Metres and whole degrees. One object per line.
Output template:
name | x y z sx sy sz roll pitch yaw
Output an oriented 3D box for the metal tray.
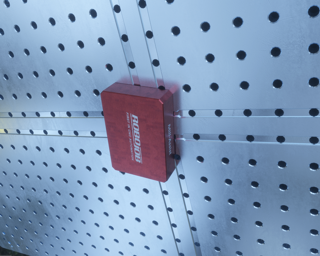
metal tray | -0.028 0.008 0.428 0.090 0.030 0.129 11 123 22
